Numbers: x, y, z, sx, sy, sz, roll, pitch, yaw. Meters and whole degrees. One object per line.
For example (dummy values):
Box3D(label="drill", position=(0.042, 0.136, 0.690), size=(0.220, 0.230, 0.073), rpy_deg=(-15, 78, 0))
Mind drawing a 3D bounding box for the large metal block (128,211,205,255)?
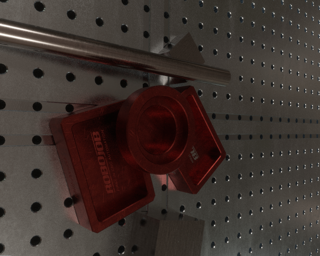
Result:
Box3D(label="large metal block", position=(0.008, 0.155, 0.402), size=(0.081, 0.050, 0.080), rpy_deg=(15, 80, -39))

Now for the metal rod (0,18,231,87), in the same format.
Box3D(label="metal rod", position=(-0.032, -0.081, 0.362), size=(0.302, 0.025, 0.025), rpy_deg=(4, 88, -34))

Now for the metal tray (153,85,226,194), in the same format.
Box3D(label="metal tray", position=(0.037, 0.017, 0.439), size=(0.090, 0.030, 0.130), rpy_deg=(-44, 117, -31))

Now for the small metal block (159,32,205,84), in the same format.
Box3D(label="small metal block", position=(0.031, -0.098, 0.437), size=(0.050, 0.025, 0.050), rpy_deg=(-50, 120, -29))

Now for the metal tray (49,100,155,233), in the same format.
Box3D(label="metal tray", position=(-0.061, 0.040, 0.356), size=(0.091, 0.030, 0.129), rpy_deg=(-22, 104, -38))

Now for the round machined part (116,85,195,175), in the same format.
Box3D(label="round machined part", position=(-0.009, 0.002, 0.353), size=(0.099, 0.042, 0.097), rpy_deg=(0, 90, -40))
